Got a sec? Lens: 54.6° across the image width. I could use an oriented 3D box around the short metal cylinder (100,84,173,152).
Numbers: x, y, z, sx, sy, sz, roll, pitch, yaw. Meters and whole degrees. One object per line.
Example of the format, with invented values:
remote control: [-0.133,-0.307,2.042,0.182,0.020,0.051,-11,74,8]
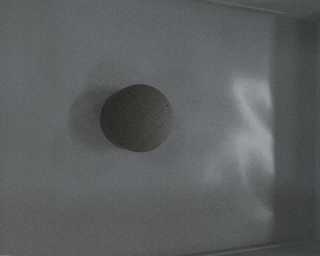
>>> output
short metal cylinder: [-0.030,-0.012,0.386,0.081,0.050,0.080,0,90,-20]
